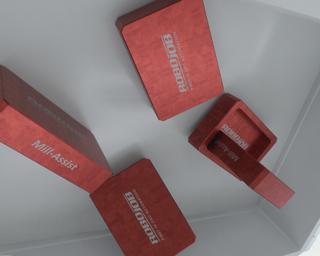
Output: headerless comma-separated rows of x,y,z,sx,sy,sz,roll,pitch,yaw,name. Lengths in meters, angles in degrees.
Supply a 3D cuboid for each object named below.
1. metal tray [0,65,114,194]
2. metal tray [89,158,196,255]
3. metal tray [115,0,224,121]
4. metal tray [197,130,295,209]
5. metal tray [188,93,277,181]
-0.111,0.003,0.308,0.030,0.090,0.130,-44,130,2,metal tray
-0.023,0.117,0.417,0.090,0.030,0.130,-31,89,-10,metal tray
0.016,-0.080,0.358,0.090,0.030,0.130,-26,129,-3,metal tray
0.117,0.049,0.437,0.090,0.130,0.030,35,98,-39,metal tray
0.113,0.018,0.468,0.130,0.030,0.090,35,95,-39,metal tray
